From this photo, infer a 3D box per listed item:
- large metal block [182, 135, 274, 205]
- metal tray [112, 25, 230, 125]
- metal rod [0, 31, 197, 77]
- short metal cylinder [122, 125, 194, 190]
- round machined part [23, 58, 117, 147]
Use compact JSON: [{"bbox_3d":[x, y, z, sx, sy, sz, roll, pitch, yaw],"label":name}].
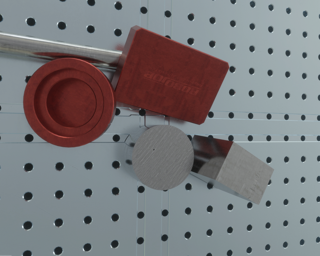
[{"bbox_3d":[0.086,0.053,0.411,0.080,0.080,0.050,32,79,-27],"label":"large metal block"},{"bbox_3d":[0.013,-0.063,0.393,0.131,0.030,0.089,15,108,-24],"label":"metal tray"},{"bbox_3d":[-0.062,-0.087,0.390,0.302,0.025,0.025,5,89,-20],"label":"metal rod"},{"bbox_3d":[-0.004,0.036,0.399,0.081,0.050,0.079,0,90,-20],"label":"short metal cylinder"},{"bbox_3d":[-0.099,-0.028,0.357,0.099,0.042,0.097,0,93,-1],"label":"round machined part"}]
